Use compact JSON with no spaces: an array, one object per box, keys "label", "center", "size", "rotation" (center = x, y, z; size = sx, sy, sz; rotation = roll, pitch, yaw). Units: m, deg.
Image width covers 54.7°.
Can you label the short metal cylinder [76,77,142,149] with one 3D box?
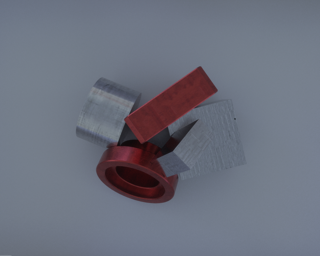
[{"label":"short metal cylinder","center":[-0.062,-0.016,0.381],"size":[0.050,0.080,0.080],"rotation":[23,90,-1]}]

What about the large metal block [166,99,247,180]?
[{"label":"large metal block","center":[0.054,0.012,0.391],"size":[0.080,0.050,0.080],"rotation":[-14,95,-1]}]

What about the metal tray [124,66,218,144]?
[{"label":"metal tray","center":[0.010,-0.023,0.357],"size":[0.090,0.130,0.030],"rotation":[-35,91,0]}]

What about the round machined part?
[{"label":"round machined part","center":[-0.024,0.051,0.383],"size":[0.098,0.097,0.042],"rotation":[20,55,-1]}]

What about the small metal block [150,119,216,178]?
[{"label":"small metal block","center":[0.024,0.022,0.329],"size":[0.025,0.050,0.050],"rotation":[46,58,-7]}]
